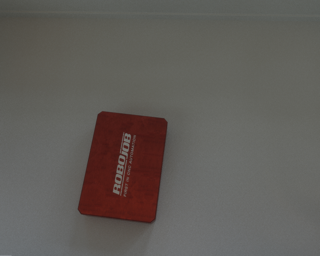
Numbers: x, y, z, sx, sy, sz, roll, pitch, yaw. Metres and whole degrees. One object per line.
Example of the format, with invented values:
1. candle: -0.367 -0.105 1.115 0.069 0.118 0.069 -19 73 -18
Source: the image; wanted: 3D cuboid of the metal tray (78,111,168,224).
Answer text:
1. metal tray: -0.043 0.048 0.389 0.090 0.030 0.130 7 70 2
